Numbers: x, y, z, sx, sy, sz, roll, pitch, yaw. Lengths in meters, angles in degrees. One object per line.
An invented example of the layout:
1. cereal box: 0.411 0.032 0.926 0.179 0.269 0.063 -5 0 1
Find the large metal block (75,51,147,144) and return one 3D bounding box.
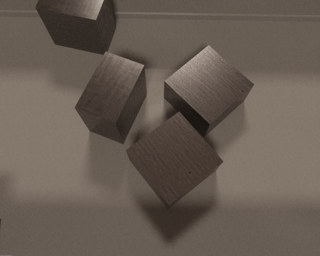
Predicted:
1. large metal block: -0.057 -0.035 0.393 0.050 0.080 0.080 21 71 7

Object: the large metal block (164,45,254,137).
1. large metal block: 0.062 -0.049 0.415 0.080 0.050 0.080 -41 75 -14

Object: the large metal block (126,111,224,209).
1. large metal block: 0.017 0.041 0.382 0.080 0.050 0.080 -36 74 -13

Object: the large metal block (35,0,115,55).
1. large metal block: -0.113 -0.153 0.435 0.080 0.080 0.050 13 71 4
